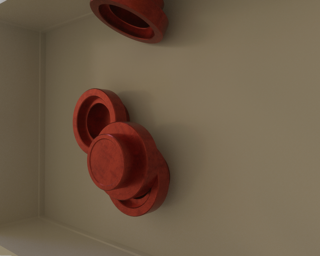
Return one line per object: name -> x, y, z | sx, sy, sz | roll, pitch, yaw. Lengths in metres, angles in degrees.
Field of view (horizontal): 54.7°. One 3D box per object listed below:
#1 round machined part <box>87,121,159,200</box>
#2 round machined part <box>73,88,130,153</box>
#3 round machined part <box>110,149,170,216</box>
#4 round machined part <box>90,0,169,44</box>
round machined part -> -0.052, 0.041, 0.382 | 0.098, 0.042, 0.097 | 0, 90, 39
round machined part -> -0.083, -0.009, 0.462 | 0.098, 0.042, 0.097 | 0, 90, 39
round machined part -> -0.026, 0.065, 0.415 | 0.098, 0.042, 0.097 | 0, 90, 39
round machined part -> -0.034, -0.150, 0.389 | 0.098, 0.098, 0.042 | 19, 83, 38
